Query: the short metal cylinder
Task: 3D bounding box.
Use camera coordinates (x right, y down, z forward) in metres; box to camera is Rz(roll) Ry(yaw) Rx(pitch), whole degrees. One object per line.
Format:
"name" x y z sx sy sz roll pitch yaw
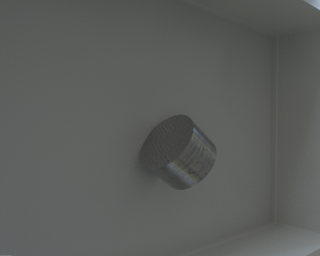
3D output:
"short metal cylinder" 0.023 0.030 0.389 0.050 0.080 0.080 44 64 -31
